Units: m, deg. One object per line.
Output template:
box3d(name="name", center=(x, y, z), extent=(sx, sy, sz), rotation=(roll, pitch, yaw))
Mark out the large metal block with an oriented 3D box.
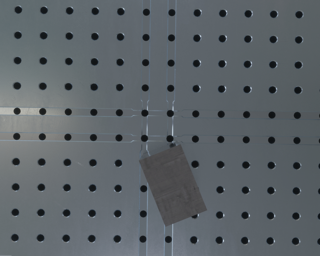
box3d(name="large metal block", center=(0.015, 0.064, 0.386), extent=(0.050, 0.080, 0.080), rotation=(-22, 90, 0))
